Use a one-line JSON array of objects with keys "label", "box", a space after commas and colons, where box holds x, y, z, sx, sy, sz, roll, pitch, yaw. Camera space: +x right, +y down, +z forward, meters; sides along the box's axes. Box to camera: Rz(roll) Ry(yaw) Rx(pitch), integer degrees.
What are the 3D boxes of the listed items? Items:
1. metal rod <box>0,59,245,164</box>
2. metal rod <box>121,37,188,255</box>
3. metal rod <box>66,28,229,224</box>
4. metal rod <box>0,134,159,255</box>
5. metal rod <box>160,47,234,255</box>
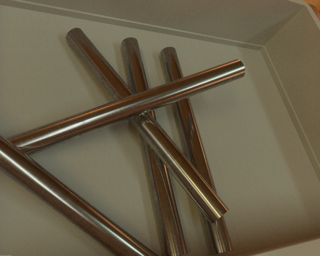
[{"label": "metal rod", "box": [-0.032, -0.024, 0.350, 0.302, 0.025, 0.025, -21, 73, -19]}, {"label": "metal rod", "box": [-0.013, 0.006, 0.396, 0.025, 0.025, 0.299, 1, 61, -28]}, {"label": "metal rod", "box": [-0.026, -0.016, 0.376, 0.025, 0.025, 0.300, -25, 68, -37]}, {"label": "metal rod", "box": [-0.119, 0.045, 0.288, 0.300, 0.025, 0.025, 41, 50, -11]}, {"label": "metal rod", "box": [0.043, 0.013, 0.422, 0.025, 0.025, 0.299, 2, 61, -28]}]
